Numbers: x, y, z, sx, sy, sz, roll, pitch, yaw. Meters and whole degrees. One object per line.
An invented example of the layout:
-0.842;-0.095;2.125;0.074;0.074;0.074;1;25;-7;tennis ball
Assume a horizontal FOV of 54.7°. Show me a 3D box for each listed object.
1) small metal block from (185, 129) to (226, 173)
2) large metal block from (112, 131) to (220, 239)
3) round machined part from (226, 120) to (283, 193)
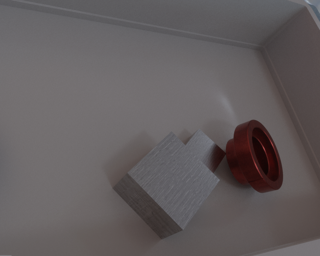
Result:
0.053;0.037;0.413;0.050;0.025;0.050;43;51;1;small metal block
0.008;0.065;0.356;0.080;0.050;0.080;46;51;3;large metal block
0.126;0.041;0.426;0.098;0.042;0.098;29;49;-40;round machined part
